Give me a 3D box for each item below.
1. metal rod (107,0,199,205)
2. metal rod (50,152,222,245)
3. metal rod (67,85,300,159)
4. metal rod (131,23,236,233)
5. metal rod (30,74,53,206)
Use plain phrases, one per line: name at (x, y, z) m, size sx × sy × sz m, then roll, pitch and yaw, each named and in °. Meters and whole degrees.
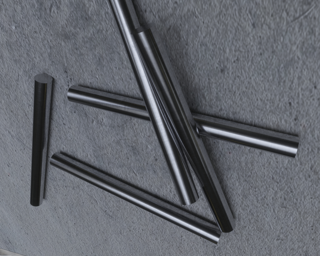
metal rod at (-0.011, -0.047, 0.358) m, size 0.025 × 0.025 × 0.298 m, roll -11°, pitch 105°, yaw 33°
metal rod at (-0.047, 0.107, 0.497) m, size 0.301 × 0.025 × 0.025 m, roll 22°, pitch 127°, yaw 15°
metal rod at (0.013, -0.014, 0.391) m, size 0.301 × 0.025 × 0.025 m, roll 15°, pitch 124°, yaw 20°
metal rod at (0.040, 0.022, 0.369) m, size 0.025 × 0.025 × 0.299 m, roll -6°, pitch 125°, yaw 31°
metal rod at (-0.211, 0.039, 0.542) m, size 0.025 × 0.025 × 0.298 m, roll 28°, pitch 128°, yaw 10°
